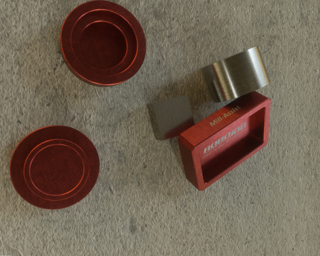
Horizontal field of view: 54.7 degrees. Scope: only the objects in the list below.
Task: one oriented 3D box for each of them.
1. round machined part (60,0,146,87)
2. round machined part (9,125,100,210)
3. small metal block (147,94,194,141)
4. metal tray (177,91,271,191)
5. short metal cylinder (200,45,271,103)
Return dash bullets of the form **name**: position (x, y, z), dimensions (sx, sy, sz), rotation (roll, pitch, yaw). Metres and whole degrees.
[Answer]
- **round machined part**: position (-0.070, -0.098, 0.375), dimensions (0.099, 0.042, 0.097), rotation (0, 90, -21)
- **round machined part**: position (-0.119, 0.046, 0.357), dimensions (0.099, 0.042, 0.097), rotation (0, 90, -21)
- **small metal block**: position (0.015, -0.014, 0.416), dimensions (0.050, 0.025, 0.050), rotation (-16, 96, -20)
- **metal tray**: position (0.090, 0.017, 0.417), dimensions (0.131, 0.030, 0.090), rotation (-31, 135, -18)
- **short metal cylinder**: position (0.101, -0.072, 0.419), dimensions (0.081, 0.080, 0.050), rotation (-25, 99, -19)
